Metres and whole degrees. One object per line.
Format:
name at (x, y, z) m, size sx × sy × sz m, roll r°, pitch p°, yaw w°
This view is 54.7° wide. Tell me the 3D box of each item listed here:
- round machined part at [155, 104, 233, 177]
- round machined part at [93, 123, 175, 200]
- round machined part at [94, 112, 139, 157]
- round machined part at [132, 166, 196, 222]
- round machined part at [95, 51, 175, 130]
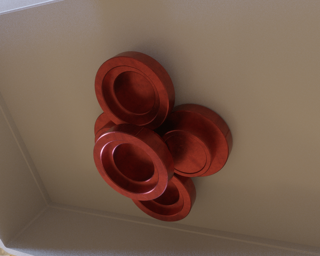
round machined part at (0.037, 0.022, 0.388) m, size 0.098 × 0.042 × 0.097 m, roll 13°, pitch 124°, yaw 20°
round machined part at (-0.028, 0.037, 0.376) m, size 0.098 × 0.042 × 0.097 m, roll 13°, pitch 124°, yaw 20°
round machined part at (-0.051, 0.019, 0.432) m, size 0.098 × 0.042 × 0.097 m, roll 13°, pitch 124°, yaw 20°
round machined part at (0.005, 0.082, 0.442) m, size 0.098 × 0.042 × 0.097 m, roll 13°, pitch 124°, yaw 20°
round machined part at (-0.027, -0.046, 0.379) m, size 0.098 × 0.042 × 0.097 m, roll 13°, pitch 124°, yaw 20°
